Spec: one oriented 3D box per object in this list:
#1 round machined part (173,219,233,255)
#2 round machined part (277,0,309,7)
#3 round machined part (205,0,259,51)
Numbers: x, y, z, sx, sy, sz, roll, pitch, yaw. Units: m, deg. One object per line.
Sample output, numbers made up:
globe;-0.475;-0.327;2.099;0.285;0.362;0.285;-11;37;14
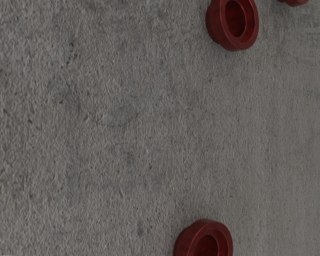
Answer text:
round machined part;0.057;0.178;0.442;0.099;0.042;0.097;0;90;-40
round machined part;0.254;-0.286;0.605;0.099;0.042;0.097;0;90;-40
round machined part;0.109;-0.168;0.484;0.099;0.042;0.097;0;90;-40
